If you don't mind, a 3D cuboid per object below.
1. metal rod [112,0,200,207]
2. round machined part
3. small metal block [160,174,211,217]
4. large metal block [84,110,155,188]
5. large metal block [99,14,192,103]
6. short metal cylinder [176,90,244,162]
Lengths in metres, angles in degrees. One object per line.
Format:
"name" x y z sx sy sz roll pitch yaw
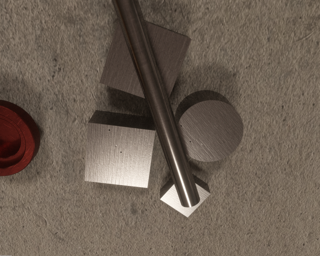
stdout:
"metal rod" -0.006 -0.041 0.341 0.025 0.025 0.298 -17 110 5
"round machined part" -0.205 0.010 0.401 0.099 0.042 0.097 0 110 -1
"small metal block" 0.035 0.091 0.444 0.050 0.025 0.050 36 106 -13
"large metal block" -0.051 0.027 0.406 0.081 0.050 0.079 7 110 -3
"large metal block" -0.017 -0.082 0.366 0.080 0.050 0.079 19 109 -7
"short metal cylinder" 0.060 -0.004 0.396 0.081 0.050 0.079 0 110 -1
